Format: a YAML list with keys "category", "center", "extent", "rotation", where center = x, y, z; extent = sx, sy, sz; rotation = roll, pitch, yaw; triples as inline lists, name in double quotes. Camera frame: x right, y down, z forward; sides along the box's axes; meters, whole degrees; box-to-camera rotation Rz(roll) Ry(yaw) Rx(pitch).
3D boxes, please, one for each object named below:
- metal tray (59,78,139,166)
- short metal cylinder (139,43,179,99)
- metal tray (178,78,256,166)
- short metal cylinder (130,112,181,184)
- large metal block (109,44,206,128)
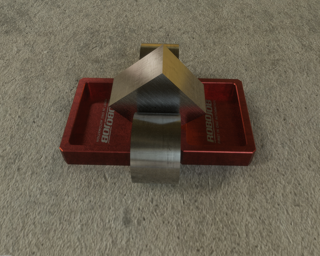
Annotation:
- category: "metal tray"
  center: [-0.071, -0.013, 0.412]
  extent: [0.091, 0.030, 0.130]
  rotation: [1, 50, 1]
- category: "short metal cylinder"
  center: [0.000, -0.077, 0.434]
  extent: [0.050, 0.080, 0.080]
  rotation: [2, 50, 1]
- category: "metal tray"
  center: [0.069, -0.012, 0.413]
  extent: [0.091, 0.030, 0.130]
  rotation: [1, 50, 1]
- category: "short metal cylinder"
  center: [-0.004, 0.023, 0.350]
  extent: [0.050, 0.080, 0.080]
  rotation: [2, 50, 1]
- category: "large metal block"
  center: [-0.002, -0.040, 0.376]
  extent: [0.080, 0.080, 0.050]
  rotation: [-27, 43, 31]
